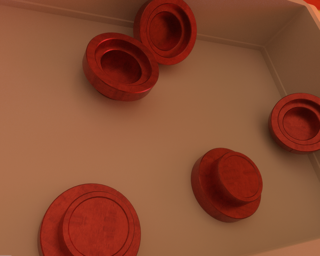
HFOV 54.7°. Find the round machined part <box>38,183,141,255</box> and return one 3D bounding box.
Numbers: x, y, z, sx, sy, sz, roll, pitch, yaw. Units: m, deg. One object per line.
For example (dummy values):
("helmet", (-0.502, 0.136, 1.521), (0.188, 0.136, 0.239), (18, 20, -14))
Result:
("round machined part", (-0.064, 0.100, 0.300), (0.099, 0.042, 0.098), (14, 56, -21))

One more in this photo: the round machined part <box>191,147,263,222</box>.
("round machined part", (0.094, 0.069, 0.405), (0.099, 0.042, 0.098), (14, 56, -21))

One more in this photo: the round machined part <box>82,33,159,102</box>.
("round machined part", (-0.055, -0.076, 0.413), (0.099, 0.042, 0.098), (14, 56, -21))

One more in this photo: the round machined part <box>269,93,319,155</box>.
("round machined part", (0.226, -0.004, 0.503), (0.099, 0.042, 0.098), (-2, 73, 6))

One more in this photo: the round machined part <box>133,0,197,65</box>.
("round machined part", (0.004, -0.145, 0.466), (0.099, 0.042, 0.097), (-9, 108, -29))
